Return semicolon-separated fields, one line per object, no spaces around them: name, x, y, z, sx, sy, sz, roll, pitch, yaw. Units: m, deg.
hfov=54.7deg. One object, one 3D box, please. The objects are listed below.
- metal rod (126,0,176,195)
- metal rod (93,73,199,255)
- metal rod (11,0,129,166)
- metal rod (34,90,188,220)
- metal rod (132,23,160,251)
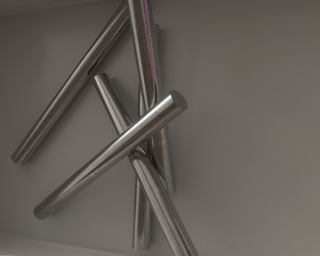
metal rod;-0.011;-0.053;0.349;0.025;0.025;0.298;1;115;20
metal rod;-0.019;0.051;0.379;0.025;0.025;0.299;-36;65;16
metal rod;-0.128;-0.061;0.453;0.025;0.025;0.299;43;103;14
metal rod;-0.081;0.050;0.396;0.299;0.025;0.025;-38;78;31
metal rod;-0.019;0.012;0.416;0.025;0.025;0.298;3;91;19
